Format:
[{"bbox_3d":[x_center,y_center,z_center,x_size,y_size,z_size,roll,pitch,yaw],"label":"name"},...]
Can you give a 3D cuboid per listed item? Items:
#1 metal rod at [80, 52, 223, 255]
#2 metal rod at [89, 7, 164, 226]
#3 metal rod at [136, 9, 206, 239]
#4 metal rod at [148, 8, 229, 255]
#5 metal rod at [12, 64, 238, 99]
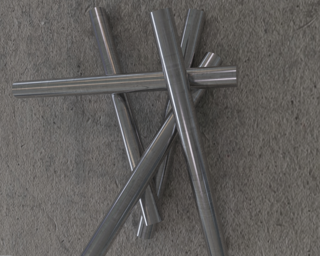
[{"bbox_3d":[-0.011,0.039,0.368,0.025,0.025,0.300,30,83,17],"label":"metal rod"},{"bbox_3d":[-0.048,-0.024,0.410,0.025,0.025,0.299,-20,78,19],"label":"metal rod"},{"bbox_3d":[0.013,-0.002,0.404,0.025,0.025,0.298,15,95,19],"label":"metal rod"},{"bbox_3d":[0.037,0.020,0.352,0.025,0.025,0.298,-10,103,20],"label":"metal rod"},{"bbox_3d":[-0.057,-0.056,0.389,0.301,0.025,0.025,-1,90,19],"label":"metal rod"}]
